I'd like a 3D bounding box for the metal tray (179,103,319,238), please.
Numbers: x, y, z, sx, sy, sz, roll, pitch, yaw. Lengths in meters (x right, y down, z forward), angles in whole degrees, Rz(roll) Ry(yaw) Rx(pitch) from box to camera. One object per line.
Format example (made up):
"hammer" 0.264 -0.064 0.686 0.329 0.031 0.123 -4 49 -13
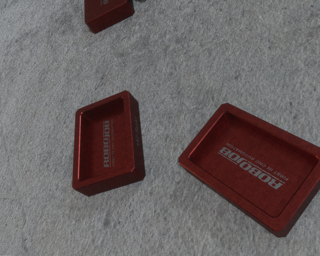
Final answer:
"metal tray" 0.095 0.038 0.326 0.130 0.030 0.090 33 80 38

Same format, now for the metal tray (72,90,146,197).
"metal tray" -0.072 0.019 0.424 0.090 0.030 0.130 -19 54 16

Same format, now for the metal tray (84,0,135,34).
"metal tray" -0.102 -0.253 0.607 0.090 0.030 0.130 -21 54 15
